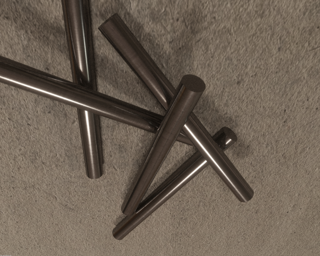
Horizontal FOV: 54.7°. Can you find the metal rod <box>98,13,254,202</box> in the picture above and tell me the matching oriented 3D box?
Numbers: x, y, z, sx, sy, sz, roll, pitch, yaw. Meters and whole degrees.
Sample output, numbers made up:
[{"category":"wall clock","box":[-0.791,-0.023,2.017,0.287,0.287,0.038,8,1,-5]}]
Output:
[{"category":"metal rod","box":[0.035,-0.006,0.379,0.025,0.025,0.300,-29,118,22]}]

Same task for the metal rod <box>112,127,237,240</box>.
[{"category":"metal rod","box":[0.009,0.101,0.493,0.025,0.025,0.298,28,125,-22]}]

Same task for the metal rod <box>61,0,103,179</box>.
[{"category":"metal rod","box":[-0.089,-0.047,0.366,0.025,0.025,0.298,2,130,-3]}]

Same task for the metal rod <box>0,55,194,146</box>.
[{"category":"metal rod","box":[-0.080,-0.031,0.346,0.302,0.025,0.025,19,128,-29]}]

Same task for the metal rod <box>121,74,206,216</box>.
[{"category":"metal rod","box":[-0.010,0.046,0.413,0.025,0.025,0.298,13,139,-11]}]
